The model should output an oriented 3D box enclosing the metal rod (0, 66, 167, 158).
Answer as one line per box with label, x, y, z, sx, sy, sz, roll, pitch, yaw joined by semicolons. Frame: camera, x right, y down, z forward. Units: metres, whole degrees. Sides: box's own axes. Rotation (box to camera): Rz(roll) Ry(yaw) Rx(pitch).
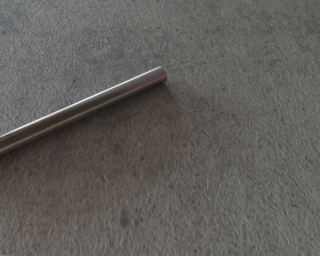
metal rod;-0.120;-0.017;0.415;0.302;0.025;0.025;-28;56;-22
